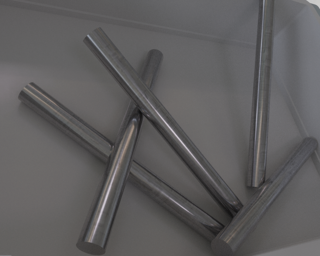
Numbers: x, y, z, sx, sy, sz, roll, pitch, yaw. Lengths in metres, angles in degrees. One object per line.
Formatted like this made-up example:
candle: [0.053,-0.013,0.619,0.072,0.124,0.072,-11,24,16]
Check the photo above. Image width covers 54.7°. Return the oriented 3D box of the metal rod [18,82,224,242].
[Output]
metal rod: [-0.031,0.049,0.358,0.301,0.025,0.025,37,51,-3]

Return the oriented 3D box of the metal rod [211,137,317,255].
metal rod: [0.158,0.075,0.419,0.302,0.025,0.025,-26,76,-45]

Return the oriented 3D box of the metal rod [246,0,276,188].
metal rod: [0.152,-0.062,0.461,0.025,0.025,0.299,13,76,-21]

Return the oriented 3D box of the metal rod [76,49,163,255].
metal rod: [-0.032,-0.004,0.363,0.025,0.025,0.300,26,44,-12]

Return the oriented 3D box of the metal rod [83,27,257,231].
metal rod: [0.018,0.011,0.367,0.300,0.025,0.025,51,50,-9]
